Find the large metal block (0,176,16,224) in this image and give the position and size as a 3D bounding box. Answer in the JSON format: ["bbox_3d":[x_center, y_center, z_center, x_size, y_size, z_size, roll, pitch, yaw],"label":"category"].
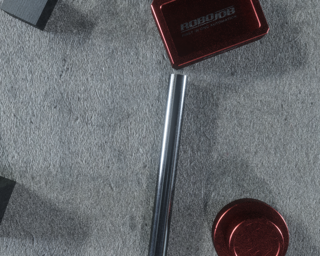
[{"bbox_3d":[-0.247,0.097,0.395,0.080,0.050,0.080,20,90,0],"label":"large metal block"}]

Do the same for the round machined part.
[{"bbox_3d":[0.119,0.144,0.403,0.099,0.042,0.097,0,90,0],"label":"round machined part"}]

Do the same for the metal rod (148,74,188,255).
[{"bbox_3d":[0.007,0.079,0.410,0.025,0.025,0.298,7,90,0],"label":"metal rod"}]

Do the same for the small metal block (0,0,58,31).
[{"bbox_3d":[-0.171,-0.165,0.408,0.050,0.025,0.050,26,90,0],"label":"small metal block"}]

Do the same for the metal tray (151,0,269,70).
[{"bbox_3d":[0.064,-0.141,0.407,0.131,0.030,0.090,-20,90,0],"label":"metal tray"}]
